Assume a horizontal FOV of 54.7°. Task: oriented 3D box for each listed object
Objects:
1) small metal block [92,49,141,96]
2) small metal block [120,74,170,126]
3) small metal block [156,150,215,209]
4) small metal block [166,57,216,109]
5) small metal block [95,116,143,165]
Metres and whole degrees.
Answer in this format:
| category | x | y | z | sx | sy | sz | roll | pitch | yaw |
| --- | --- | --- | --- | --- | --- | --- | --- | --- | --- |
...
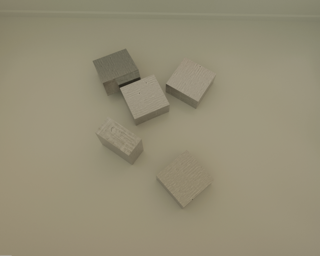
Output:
| category | x | y | z | sx | sy | sz | roll | pitch | yaw |
| --- | --- | --- | --- | --- | --- | --- | --- | --- | --- |
| small metal block | -0.060 | -0.078 | 0.430 | 0.050 | 0.025 | 0.050 | -23 | 53 | -9 |
| small metal block | -0.021 | -0.038 | 0.423 | 0.050 | 0.025 | 0.050 | -24 | 72 | -9 |
| small metal block | 0.031 | 0.064 | 0.387 | 0.050 | 0.025 | 0.050 | -39 | 75 | -13 |
| small metal block | 0.043 | -0.063 | 0.433 | 0.050 | 0.025 | 0.050 | 31 | 73 | 10 |
| small metal block | -0.050 | 0.017 | 0.389 | 0.050 | 0.050 | 0.025 | 33 | 73 | 11 |
